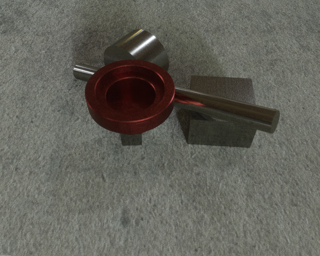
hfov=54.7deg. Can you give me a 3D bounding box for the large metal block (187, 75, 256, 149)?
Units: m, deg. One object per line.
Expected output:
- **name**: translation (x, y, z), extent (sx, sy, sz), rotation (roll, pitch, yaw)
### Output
- **large metal block**: translation (0.079, -0.022, 0.408), extent (0.080, 0.050, 0.080), rotation (4, 50, 2)

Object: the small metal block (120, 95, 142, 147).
- **small metal block**: translation (-0.037, -0.011, 0.398), extent (0.025, 0.050, 0.050), rotation (-2, 50, -2)

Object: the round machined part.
- **round machined part**: translation (-0.033, -0.031, 0.355), extent (0.099, 0.042, 0.098), rotation (0, 51, 0)

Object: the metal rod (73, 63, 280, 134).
- **metal rod**: translation (-0.003, -0.046, 0.395), extent (0.300, 0.025, 0.025), rotation (19, 51, 32)

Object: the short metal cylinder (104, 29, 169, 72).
- **short metal cylinder**: translation (-0.034, -0.094, 0.448), extent (0.080, 0.080, 0.050), rotation (30, 56, 22)
